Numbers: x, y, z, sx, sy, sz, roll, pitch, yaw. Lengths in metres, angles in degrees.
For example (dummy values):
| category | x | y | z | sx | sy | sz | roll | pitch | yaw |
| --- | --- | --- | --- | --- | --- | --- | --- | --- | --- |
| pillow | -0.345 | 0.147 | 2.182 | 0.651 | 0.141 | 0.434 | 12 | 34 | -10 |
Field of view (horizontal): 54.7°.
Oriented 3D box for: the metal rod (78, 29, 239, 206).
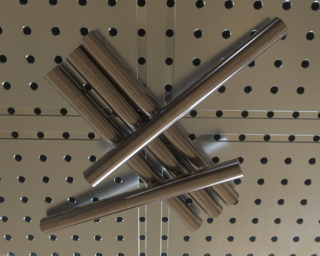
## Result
| category | x | y | z | sx | sy | sz | roll | pitch | yaw |
| --- | --- | --- | --- | --- | --- | --- | --- | --- | --- |
| metal rod | 0.008 | -0.003 | 0.412 | 0.025 | 0.025 | 0.300 | -39 | 106 | 13 |

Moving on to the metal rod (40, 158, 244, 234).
| category | x | y | z | sx | sy | sz | roll | pitch | yaw |
| --- | --- | --- | --- | --- | --- | --- | --- | --- | --- |
| metal rod | -0.036 | 0.098 | 0.427 | 0.301 | 0.025 | 0.025 | -20 | 109 | 15 |

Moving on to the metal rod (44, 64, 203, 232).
| category | x | y | z | sx | sy | sz | roll | pitch | yaw |
| --- | --- | --- | --- | --- | --- | --- | --- | --- | --- |
| metal rod | -0.040 | 0.038 | 0.426 | 0.025 | 0.025 | 0.300 | -37 | 106 | 12 |

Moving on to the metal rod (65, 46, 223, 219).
| category | x | y | z | sx | sy | sz | roll | pitch | yaw |
| --- | --- | --- | --- | --- | --- | --- | --- | --- | --- |
| metal rod | -0.012 | 0.016 | 0.419 | 0.025 | 0.025 | 0.300 | -37 | 106 | 12 |

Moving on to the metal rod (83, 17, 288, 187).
| category | x | y | z | sx | sy | sz | roll | pitch | yaw |
| --- | --- | --- | --- | --- | --- | --- | --- | --- | --- |
| metal rod | 0.028 | -0.029 | 0.381 | 0.300 | 0.025 | 0.025 | -39 | 106 | 4 |
